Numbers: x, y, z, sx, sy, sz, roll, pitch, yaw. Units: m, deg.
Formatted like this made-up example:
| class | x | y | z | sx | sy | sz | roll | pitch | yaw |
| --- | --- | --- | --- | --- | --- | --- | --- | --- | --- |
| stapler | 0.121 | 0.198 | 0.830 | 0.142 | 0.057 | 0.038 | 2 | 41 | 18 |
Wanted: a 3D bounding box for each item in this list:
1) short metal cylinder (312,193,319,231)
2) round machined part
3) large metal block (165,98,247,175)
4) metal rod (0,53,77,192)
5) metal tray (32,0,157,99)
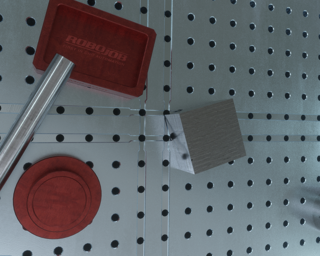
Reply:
| class | x | y | z | sx | sy | sz | roll | pitch | yaw |
| --- | --- | --- | --- | --- | --- | --- | --- | --- | --- |
| short metal cylinder | 0.304 | 0.144 | 0.515 | 0.081 | 0.050 | 0.079 | 0 | 90 | -21 |
| round machined part | -0.117 | 0.081 | 0.361 | 0.099 | 0.042 | 0.097 | 0 | 90 | -20 |
| large metal block | 0.062 | 0.010 | 0.423 | 0.081 | 0.050 | 0.080 | -17 | 96 | -20 |
| metal rod | -0.177 | 0.054 | 0.330 | 0.025 | 0.025 | 0.299 | 31 | 86 | -18 |
| metal tray | -0.077 | -0.096 | 0.381 | 0.131 | 0.030 | 0.090 | 14 | 85 | -20 |
